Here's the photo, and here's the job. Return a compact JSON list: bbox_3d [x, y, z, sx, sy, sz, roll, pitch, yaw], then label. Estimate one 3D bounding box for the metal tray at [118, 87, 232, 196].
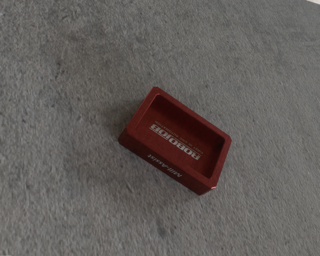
[{"bbox_3d":[0.023,0.015,0.403,0.130,0.030,0.090,34,51,-6],"label":"metal tray"}]
